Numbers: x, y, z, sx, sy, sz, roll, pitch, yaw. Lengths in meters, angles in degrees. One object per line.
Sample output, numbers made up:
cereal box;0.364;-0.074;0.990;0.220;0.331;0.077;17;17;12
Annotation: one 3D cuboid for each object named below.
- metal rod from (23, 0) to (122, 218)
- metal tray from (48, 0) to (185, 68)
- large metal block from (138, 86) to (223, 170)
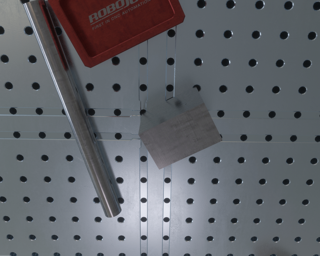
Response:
metal rod;-0.107;-0.010;0.408;0.025;0.025;0.298;-14;110;5
metal tray;-0.048;-0.138;0.359;0.130;0.030;0.090;-24;109;8
large metal block;0.023;-0.003;0.383;0.080;0.080;0.050;-26;108;9
